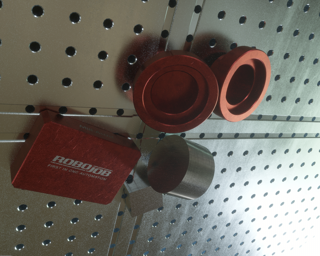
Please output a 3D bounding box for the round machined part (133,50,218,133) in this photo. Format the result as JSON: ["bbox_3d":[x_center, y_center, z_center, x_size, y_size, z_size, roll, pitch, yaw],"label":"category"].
[{"bbox_3d":[0.016,-0.046,0.370,0.099,0.042,0.097,-4,120,-6],"label":"round machined part"}]

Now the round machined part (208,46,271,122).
[{"bbox_3d":[0.098,-0.061,0.411,0.099,0.042,0.097,-21,127,-31],"label":"round machined part"}]

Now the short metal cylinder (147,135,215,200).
[{"bbox_3d":[0.028,0.055,0.426,0.050,0.080,0.080,24,105,-37],"label":"short metal cylinder"}]

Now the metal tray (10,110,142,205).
[{"bbox_3d":[-0.099,0.041,0.380,0.131,0.030,0.090,23,106,-37],"label":"metal tray"}]

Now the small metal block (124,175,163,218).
[{"bbox_3d":[-0.024,0.099,0.461,0.050,0.025,0.050,-15,125,-20],"label":"small metal block"}]
